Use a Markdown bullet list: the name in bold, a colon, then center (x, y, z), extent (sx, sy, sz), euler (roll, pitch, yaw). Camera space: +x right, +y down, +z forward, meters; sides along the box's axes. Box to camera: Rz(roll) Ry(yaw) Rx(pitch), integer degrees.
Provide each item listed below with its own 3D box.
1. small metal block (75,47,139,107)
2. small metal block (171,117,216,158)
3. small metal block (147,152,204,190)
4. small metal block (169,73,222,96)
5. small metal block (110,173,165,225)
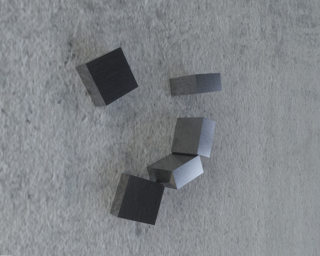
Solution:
- **small metal block**: center (-0.060, -0.058, 0.356), extent (0.050, 0.025, 0.050), euler (-37, 113, -34)
- **small metal block**: center (0.046, 0.013, 0.429), extent (0.025, 0.050, 0.050), euler (19, 78, -39)
- **small metal block**: center (0.020, 0.055, 0.407), extent (0.050, 0.050, 0.025), euler (-25, 106, -38)
- **small metal block**: center (0.050, -0.060, 0.432), extent (0.050, 0.050, 0.025), euler (-11, 98, -40)
- **small metal block**: center (-0.027, 0.087, 0.378), extent (0.050, 0.025, 0.050), euler (22, 76, -27)
